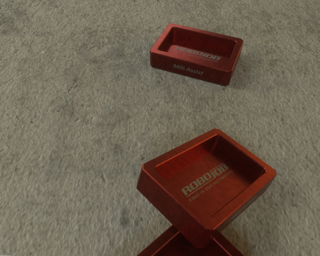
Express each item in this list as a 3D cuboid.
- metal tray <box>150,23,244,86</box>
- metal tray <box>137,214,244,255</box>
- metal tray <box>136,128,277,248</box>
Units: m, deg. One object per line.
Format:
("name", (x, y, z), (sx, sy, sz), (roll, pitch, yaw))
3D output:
("metal tray", (0.060, -0.122, 0.503), (0.130, 0.030, 0.090), (17, 52, 13))
("metal tray", (0.015, 0.147, 0.276), (0.131, 0.030, 0.090), (-34, 58, -26))
("metal tray", (0.052, 0.054, 0.328), (0.131, 0.030, 0.090), (-23, 52, -42))
